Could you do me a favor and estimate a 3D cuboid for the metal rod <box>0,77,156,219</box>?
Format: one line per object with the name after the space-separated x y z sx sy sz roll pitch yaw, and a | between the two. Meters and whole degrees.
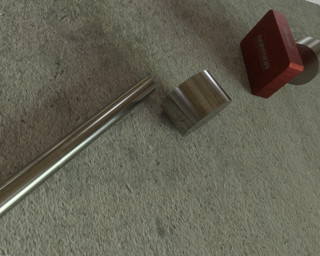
-0.100 0.022 0.336 0.025 0.025 0.302 44 51 2 | metal rod

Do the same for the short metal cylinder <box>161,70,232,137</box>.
0.048 -0.032 0.414 0.081 0.080 0.050 -29 78 -37 | short metal cylinder

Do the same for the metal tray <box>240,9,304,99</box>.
0.190 -0.129 0.542 0.030 0.090 0.130 11 57 -23 | metal tray

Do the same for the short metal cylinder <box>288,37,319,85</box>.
0.270 -0.128 0.592 0.050 0.080 0.080 -32 80 -38 | short metal cylinder
